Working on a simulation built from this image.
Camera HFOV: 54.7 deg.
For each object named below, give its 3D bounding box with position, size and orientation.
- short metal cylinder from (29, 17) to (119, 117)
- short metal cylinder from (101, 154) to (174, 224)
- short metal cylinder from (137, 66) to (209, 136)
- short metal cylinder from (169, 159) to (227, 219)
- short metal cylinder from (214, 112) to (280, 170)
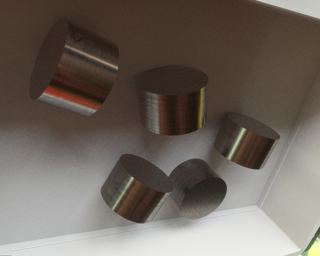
[{"bbox_3d":[-0.082,-0.056,0.294,0.050,0.080,0.080,20,108,-36],"label":"short metal cylinder"},{"bbox_3d":[-0.030,0.078,0.407,0.080,0.080,0.050,22,106,-37],"label":"short metal cylinder"},{"bbox_3d":[0.015,-0.034,0.362,0.081,0.080,0.050,-16,125,-20],"label":"short metal cylinder"},{"bbox_3d":[0.056,0.095,0.484,0.081,0.050,0.079,-14,125,-21],"label":"short metal cylinder"},{"bbox_3d":[0.126,0.017,0.455,0.081,0.080,0.050,8,115,-32],"label":"short metal cylinder"}]
